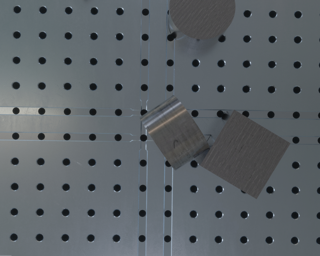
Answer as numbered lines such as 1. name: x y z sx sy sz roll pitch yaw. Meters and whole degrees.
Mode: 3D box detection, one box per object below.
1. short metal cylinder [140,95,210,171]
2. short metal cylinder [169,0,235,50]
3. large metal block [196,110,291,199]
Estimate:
1. short metal cylinder: 0.018 0.006 0.386 0.050 0.080 0.080 -34 90 0
2. short metal cylinder: 0.052 -0.147 0.401 0.081 0.050 0.079 0 90 0
3. large metal block: 0.104 0.032 0.402 0.080 0.050 0.080 31 90 0
